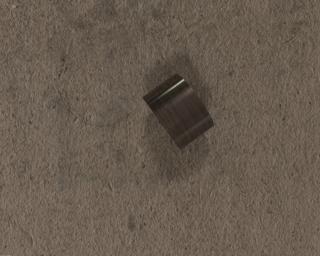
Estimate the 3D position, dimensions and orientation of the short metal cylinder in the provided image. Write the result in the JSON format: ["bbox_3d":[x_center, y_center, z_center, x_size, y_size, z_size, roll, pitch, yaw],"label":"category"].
[{"bbox_3d":[0.022,-0.020,0.383,0.050,0.080,0.080,-36,90,0],"label":"short metal cylinder"}]
